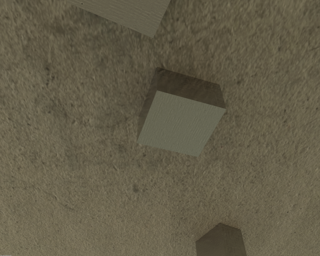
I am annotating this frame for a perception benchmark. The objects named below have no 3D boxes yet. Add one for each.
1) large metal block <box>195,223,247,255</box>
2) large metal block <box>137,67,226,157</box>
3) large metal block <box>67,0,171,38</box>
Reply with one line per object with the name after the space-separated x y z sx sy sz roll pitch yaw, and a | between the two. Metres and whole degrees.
0.113 0.237 0.575 0.050 0.080 0.080 24 126 -19 | large metal block
0.022 -0.018 0.376 0.081 0.050 0.079 14 129 -12 | large metal block
-0.027 -0.139 0.272 0.081 0.050 0.079 19 128 -16 | large metal block
